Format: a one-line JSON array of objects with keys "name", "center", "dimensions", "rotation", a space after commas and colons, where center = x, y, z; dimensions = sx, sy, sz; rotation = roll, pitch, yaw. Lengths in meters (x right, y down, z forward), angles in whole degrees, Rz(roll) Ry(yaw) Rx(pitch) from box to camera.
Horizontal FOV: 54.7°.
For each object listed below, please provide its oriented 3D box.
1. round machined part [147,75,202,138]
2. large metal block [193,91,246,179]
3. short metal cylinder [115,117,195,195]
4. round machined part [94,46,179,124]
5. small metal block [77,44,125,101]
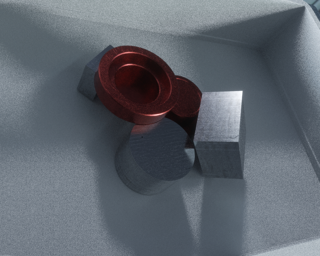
[{"name": "round machined part", "center": [0.021, -0.033, 0.424], "dimensions": [0.099, 0.042, 0.098], "rotation": [14, 56, -21]}, {"name": "large metal block", "center": [0.081, 0.010, 0.399], "dimensions": [0.050, 0.080, 0.080], "rotation": [0, 50, 20]}, {"name": "short metal cylinder", "center": [-0.007, 0.033, 0.365], "dimensions": [0.081, 0.050, 0.080], "rotation": [14, 56, -21]}, {"name": "round machined part", "center": [-0.030, -0.047, 0.369], "dimensions": [0.099, 0.042, 0.098], "rotation": [14, 56, -21]}, {"name": "small metal block", "center": [-0.074, -0.069, 0.390], "dimensions": [0.025, 0.050, 0.050], "rotation": [38, 51, -3]}]
